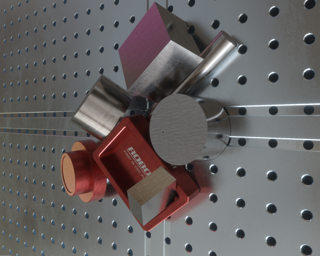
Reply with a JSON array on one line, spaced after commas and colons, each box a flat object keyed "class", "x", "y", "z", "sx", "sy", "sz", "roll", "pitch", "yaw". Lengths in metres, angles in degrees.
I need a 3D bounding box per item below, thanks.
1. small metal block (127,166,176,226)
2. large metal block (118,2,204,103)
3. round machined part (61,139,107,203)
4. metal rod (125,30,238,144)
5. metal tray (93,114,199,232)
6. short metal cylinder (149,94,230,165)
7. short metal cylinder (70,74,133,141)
[{"class": "small metal block", "x": -0.009, "y": 0.080, "z": 0.362, "sx": 0.025, "sy": 0.050, "sz": 0.050, "roll": 41, "pitch": 150, "yaw": 30}, {"class": "large metal block", "x": -0.003, "y": -0.091, "z": 0.380, "sx": 0.080, "sy": 0.050, "sz": 0.080, "roll": -44, "pitch": 44, "yaw": 31}, {"class": "round machined part", "x": -0.124, "y": 0.068, "z": 0.483, "sx": 0.098, "sy": 0.042, "sz": 0.097, "roll": 14, "pitch": 107, "yaw": 54}, {"class": "metal rod", "x": -0.013, "y": -0.009, "z": 0.422, "sx": 0.299, "sy": 0.025, "sz": 0.025, "roll": -45, "pitch": 63, "yaw": 31}, {"class": "metal tray", "x": -0.022, "y": 0.058, "z": 0.406, "sx": 0.090, "sy": 0.030, "sz": 0.130, "roll": -45, "pitch": 76, "yaw": 31}, {"class": "short metal cylinder", "x": 0.034, "y": 0.002, "z": 0.364, "sx": 0.080, "sy": 0.050, "sz": 0.079, "roll": 0, "pitch": 90, "yaw": 40}, {"class": "short metal cylinder", "x": -0.082, "y": -0.029, "z": 0.434, "sx": 0.080, "sy": 0.050, "sz": 0.080, "roll": -49, "pitch": 18, "yaw": 22}]
